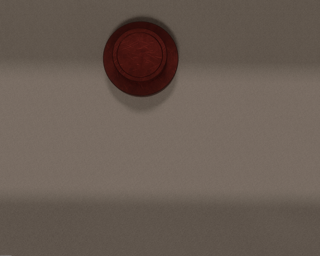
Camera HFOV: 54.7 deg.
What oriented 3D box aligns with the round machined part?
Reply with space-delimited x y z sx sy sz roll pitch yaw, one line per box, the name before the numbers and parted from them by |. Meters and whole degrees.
round machined part | -0.025 -0.090 0.403 0.099 0.042 0.097 0 90 -1
